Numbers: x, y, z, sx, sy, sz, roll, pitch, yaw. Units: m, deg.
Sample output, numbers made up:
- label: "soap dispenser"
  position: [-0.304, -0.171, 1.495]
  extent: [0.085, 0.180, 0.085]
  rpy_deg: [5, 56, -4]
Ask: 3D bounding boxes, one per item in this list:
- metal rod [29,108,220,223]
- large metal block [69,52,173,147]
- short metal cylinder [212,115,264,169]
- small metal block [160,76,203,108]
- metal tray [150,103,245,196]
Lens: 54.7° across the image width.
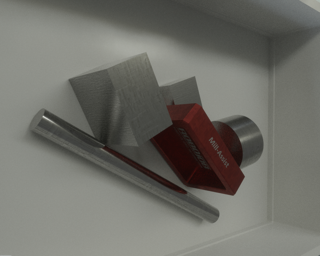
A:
- label: "metal rod"
  position: [-0.020, 0.063, 0.390]
  extent: [0.301, 0.025, 0.025]
  rpy_deg: [35, 68, -35]
- label: "large metal block"
  position: [-0.043, -0.029, 0.334]
  extent: [0.050, 0.080, 0.080]
  rpy_deg: [-33, 111, -35]
- label: "short metal cylinder"
  position: [0.104, 0.024, 0.458]
  extent: [0.050, 0.080, 0.079]
  rpy_deg: [-15, 100, -38]
- label: "small metal block"
  position: [0.029, -0.040, 0.430]
  extent: [0.050, 0.025, 0.050]
  rpy_deg: [-26, 106, -37]
- label: "metal tray"
  position: [0.040, 0.029, 0.397]
  extent: [0.030, 0.090, 0.130]
  rpy_deg: [-52, 121, -28]
